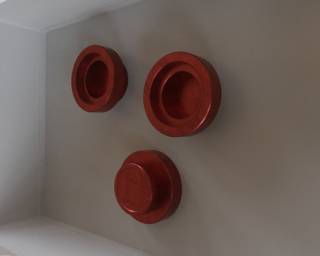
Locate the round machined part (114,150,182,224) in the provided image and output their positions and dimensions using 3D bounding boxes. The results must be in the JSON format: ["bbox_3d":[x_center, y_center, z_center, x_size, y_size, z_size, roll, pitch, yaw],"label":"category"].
[{"bbox_3d":[-0.023,0.079,0.413,0.098,0.042,0.097,0,90,39],"label":"round machined part"}]

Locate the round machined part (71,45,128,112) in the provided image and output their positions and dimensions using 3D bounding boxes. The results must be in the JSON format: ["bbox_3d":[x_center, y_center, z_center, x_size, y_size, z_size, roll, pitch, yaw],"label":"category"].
[{"bbox_3d":[-0.086,-0.072,0.464,0.098,0.042,0.097,0,90,39],"label":"round machined part"}]

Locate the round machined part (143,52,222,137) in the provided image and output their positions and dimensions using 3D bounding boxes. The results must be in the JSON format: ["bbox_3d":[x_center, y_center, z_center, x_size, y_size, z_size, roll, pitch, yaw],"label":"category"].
[{"bbox_3d":[0.030,-0.038,0.369,0.098,0.042,0.097,0,90,39],"label":"round machined part"}]
